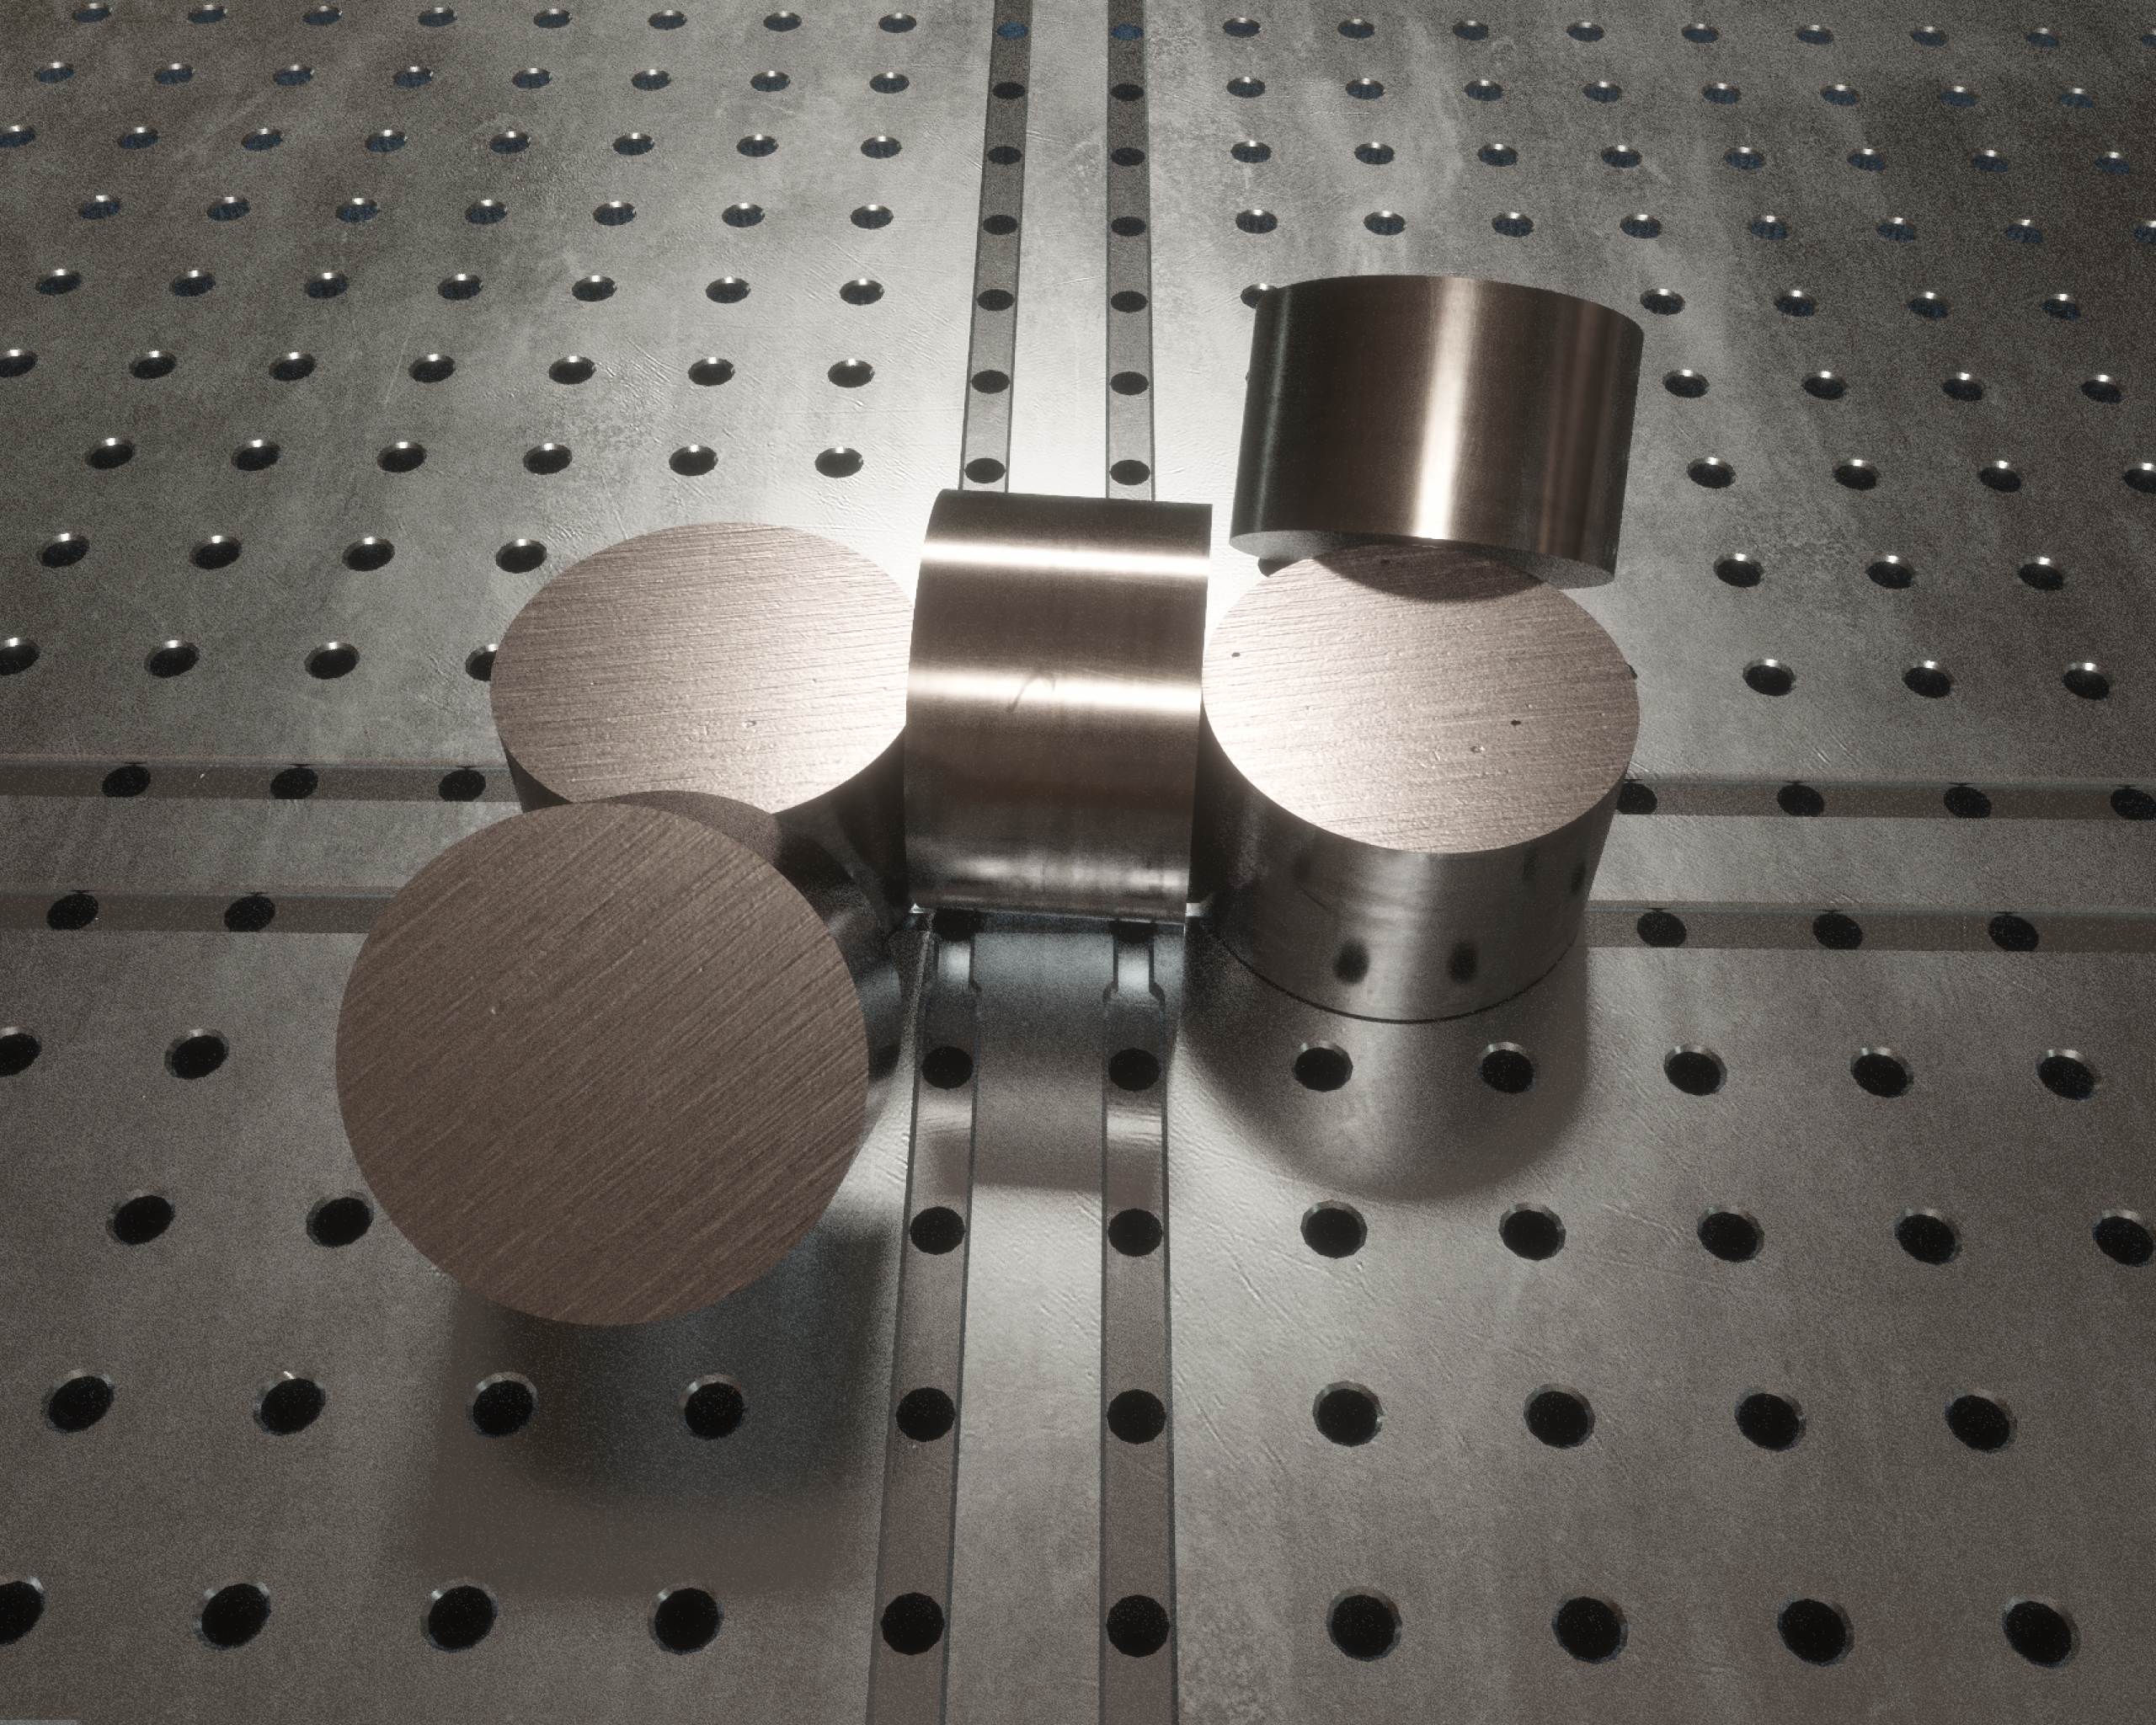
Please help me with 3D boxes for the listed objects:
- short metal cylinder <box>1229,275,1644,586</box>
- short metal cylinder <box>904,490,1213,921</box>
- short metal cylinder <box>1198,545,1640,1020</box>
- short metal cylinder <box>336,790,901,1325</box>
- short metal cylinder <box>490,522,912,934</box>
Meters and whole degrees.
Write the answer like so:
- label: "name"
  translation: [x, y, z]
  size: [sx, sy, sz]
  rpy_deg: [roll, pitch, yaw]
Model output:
- label: "short metal cylinder"
  translation: [0.075, -0.088, 0.438]
  size: [0.080, 0.080, 0.050]
  rpy_deg: [7, 92, 5]
- label: "short metal cylinder"
  translation: [-0.002, -0.029, 0.396]
  size: [0.050, 0.080, 0.080]
  rpy_deg: [4, 50, 3]
- label: "short metal cylinder"
  translation: [0.063, -0.016, 0.405]
  size: [0.081, 0.050, 0.080]
  rpy_deg: [0, 50, 0]
- label: "short metal cylinder"
  translation: [-0.071, 0.029, 0.339]
  size: [0.081, 0.050, 0.079]
  rpy_deg: [0, 94, 1]
- label: "short metal cylinder"
  translation: [-0.069, -0.021, 0.407]
  size: [0.081, 0.050, 0.080]
  rpy_deg: [0, 50, 0]
